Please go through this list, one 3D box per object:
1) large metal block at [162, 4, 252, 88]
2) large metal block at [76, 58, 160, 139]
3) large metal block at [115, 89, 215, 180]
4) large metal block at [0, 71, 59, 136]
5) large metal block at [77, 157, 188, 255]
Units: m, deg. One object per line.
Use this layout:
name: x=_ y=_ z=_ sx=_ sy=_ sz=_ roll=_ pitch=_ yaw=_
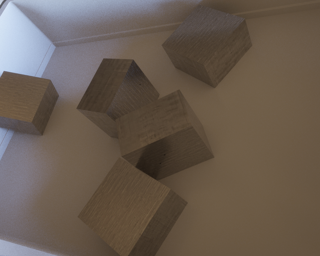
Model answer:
large metal block: x=0.064 y=-0.113 z=0.425 sx=0.080 sy=0.050 sz=0.080 roll=-49 pitch=52 yaw=-6
large metal block: x=-0.052 y=-0.036 z=0.419 sx=0.050 sy=0.080 sz=0.080 roll=10 pitch=67 yaw=32
large metal block: x=0.007 y=0.013 z=0.358 sx=0.080 sy=0.080 sz=0.050 roll=-24 pitch=53 yaw=13
large metal block: x=-0.226 y=-0.041 z=0.511 sx=0.080 sy=0.050 sz=0.080 roll=11 pitch=65 yaw=4
large metal block: x=-0.030 y=0.092 z=0.348 sx=0.080 sy=0.050 sz=0.080 roll=25 pitch=75 yaw=36
